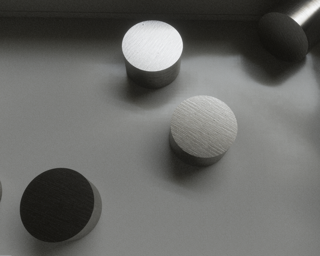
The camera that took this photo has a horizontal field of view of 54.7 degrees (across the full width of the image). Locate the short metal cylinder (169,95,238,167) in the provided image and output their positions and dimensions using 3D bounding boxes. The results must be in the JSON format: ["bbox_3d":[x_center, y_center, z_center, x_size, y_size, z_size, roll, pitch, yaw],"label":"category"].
[{"bbox_3d":[0.053,0.005,0.395,0.081,0.050,0.080,0,70,0],"label":"short metal cylinder"}]

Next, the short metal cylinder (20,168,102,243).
[{"bbox_3d":[-0.112,0.091,0.362,0.081,0.050,0.080,0,70,0],"label":"short metal cylinder"}]

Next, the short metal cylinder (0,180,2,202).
[{"bbox_3d":[-0.239,0.078,0.365,0.081,0.050,0.080,0,70,0],"label":"short metal cylinder"}]

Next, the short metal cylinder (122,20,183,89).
[{"bbox_3d":[-0.010,-0.102,0.433,0.081,0.050,0.080,0,70,0],"label":"short metal cylinder"}]

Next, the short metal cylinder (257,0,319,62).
[{"bbox_3d":[0.186,-0.140,0.434,0.050,0.080,0.080,-42,76,-14],"label":"short metal cylinder"}]
